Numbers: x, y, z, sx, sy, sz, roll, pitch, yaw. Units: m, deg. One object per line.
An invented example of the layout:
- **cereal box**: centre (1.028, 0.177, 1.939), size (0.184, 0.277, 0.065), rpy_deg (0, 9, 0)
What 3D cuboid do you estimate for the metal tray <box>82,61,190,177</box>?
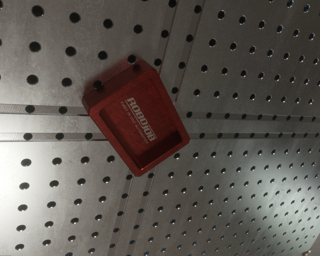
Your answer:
- **metal tray**: centre (-0.024, -0.007, 0.391), size (0.090, 0.030, 0.130), rpy_deg (-34, 129, -6)
